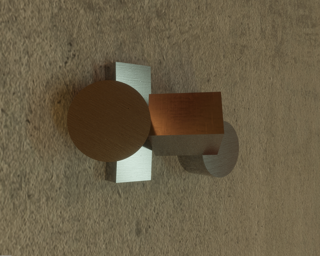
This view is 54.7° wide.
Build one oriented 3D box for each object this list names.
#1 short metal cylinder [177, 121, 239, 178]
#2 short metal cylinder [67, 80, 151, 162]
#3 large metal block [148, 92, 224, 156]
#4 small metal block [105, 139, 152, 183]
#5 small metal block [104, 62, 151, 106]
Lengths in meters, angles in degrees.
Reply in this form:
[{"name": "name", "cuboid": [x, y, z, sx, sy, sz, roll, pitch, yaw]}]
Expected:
[{"name": "short metal cylinder", "cuboid": [0.070, 0.029, 0.451, 0.081, 0.050, 0.079, 0, 90, -40]}, {"name": "short metal cylinder", "cuboid": [-0.051, -0.007, 0.325, 0.081, 0.050, 0.079, 0, 91, -5]}, {"name": "large metal block", "cuboid": [0.031, -0.002, 0.374, 0.080, 0.080, 0.050, 78, 11, -68]}, {"name": "small metal block", "cuboid": [-0.038, 0.038, 0.376, 0.050, 0.025, 0.050, 4, 88, -40]}, {"name": "small metal block", "cuboid": [-0.038, -0.051, 0.375, 0.050, 0.025, 0.050, -2, 91, -40]}]
